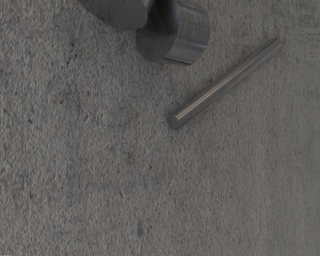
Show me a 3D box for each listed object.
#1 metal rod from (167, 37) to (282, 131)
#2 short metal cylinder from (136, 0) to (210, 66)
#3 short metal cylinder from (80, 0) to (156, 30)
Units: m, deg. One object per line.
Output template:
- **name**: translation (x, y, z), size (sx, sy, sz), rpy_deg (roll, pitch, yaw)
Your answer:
- **metal rod**: translation (0.119, -0.083, 0.503), size (0.302, 0.025, 0.025), rpy_deg (-37, 113, -34)
- **short metal cylinder**: translation (0.014, -0.119, 0.381), size (0.050, 0.080, 0.079), rpy_deg (-1, 91, -40)
- **short metal cylinder**: translation (-0.042, -0.152, 0.333), size (0.080, 0.080, 0.050), rpy_deg (33, 70, -35)
